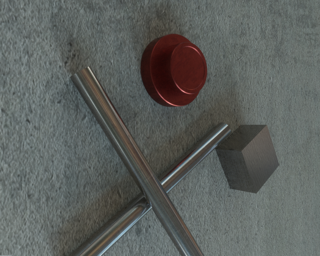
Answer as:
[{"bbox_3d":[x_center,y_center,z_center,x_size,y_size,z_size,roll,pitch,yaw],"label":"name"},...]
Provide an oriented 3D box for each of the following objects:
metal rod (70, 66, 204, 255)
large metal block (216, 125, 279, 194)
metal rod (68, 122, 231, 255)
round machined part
[{"bbox_3d":[-0.013,0.066,0.366,0.025,0.025,0.299,-38,105,-34],"label":"metal rod"},{"bbox_3d":[0.147,0.049,0.515,0.080,0.050,0.080,-37,113,-34],"label":"large metal block"},{"bbox_3d":[0.002,0.077,0.408,0.302,0.025,0.025,-37,113,-34],"label":"metal rod"},{"bbox_3d":[0.026,-0.078,0.417,0.099,0.042,0.097,0,90,-40],"label":"round machined part"}]
